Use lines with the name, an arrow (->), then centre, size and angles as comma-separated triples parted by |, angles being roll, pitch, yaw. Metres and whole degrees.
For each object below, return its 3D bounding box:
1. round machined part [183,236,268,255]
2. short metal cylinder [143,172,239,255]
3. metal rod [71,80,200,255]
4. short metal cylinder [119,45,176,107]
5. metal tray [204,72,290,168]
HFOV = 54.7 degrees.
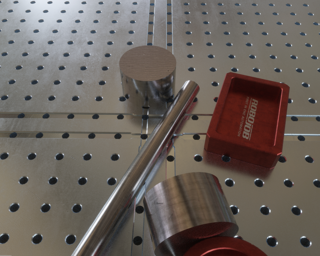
round machined part -> 0.058, 0.150, 0.270 | 0.099, 0.042, 0.098 | 1, 52, 0
short metal cylinder -> 0.028, 0.086, 0.300 | 0.081, 0.080, 0.050 | -11, 51, -9
metal rod -> -0.020, 0.043, 0.371 | 0.025, 0.025, 0.301 | 21, 53, 16
short metal cylinder -> -0.017, -0.077, 0.456 | 0.081, 0.050, 0.080 | 0, 50, 0
metal tray -> 0.120, -0.016, 0.418 | 0.090, 0.030, 0.130 | 15, 52, 12
